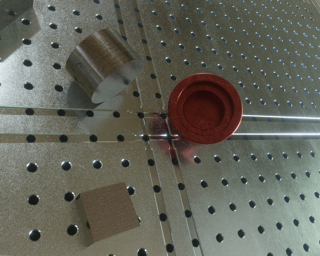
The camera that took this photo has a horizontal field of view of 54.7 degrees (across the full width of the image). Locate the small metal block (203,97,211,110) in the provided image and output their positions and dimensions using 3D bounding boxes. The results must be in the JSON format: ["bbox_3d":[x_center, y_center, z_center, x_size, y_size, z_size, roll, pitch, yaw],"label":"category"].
[{"bbox_3d":[0.071,-0.051,0.480,0.050,0.025,0.050,-28,78,-38],"label":"small metal block"}]

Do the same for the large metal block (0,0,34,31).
[{"bbox_3d":[-0.215,-0.175,0.383,0.080,0.050,0.080,32,51,-8],"label":"large metal block"}]

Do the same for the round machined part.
[{"bbox_3d":[0.060,-0.023,0.428,0.099,0.042,0.098,0,77,-1],"label":"round machined part"}]

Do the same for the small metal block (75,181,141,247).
[{"bbox_3d":[-0.056,0.089,0.325,0.050,0.025,0.050,-10,67,-33],"label":"small metal block"}]

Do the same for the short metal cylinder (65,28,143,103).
[{"bbox_3d":[-0.068,-0.076,0.384,0.050,0.080,0.081,50,51,6],"label":"short metal cylinder"}]
